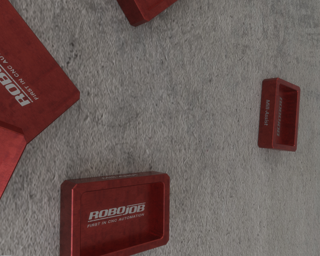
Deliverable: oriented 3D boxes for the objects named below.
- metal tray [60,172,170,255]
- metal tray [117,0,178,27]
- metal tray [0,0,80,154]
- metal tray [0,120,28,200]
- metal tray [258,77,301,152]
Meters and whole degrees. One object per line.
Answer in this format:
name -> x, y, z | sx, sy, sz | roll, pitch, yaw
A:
metal tray -> -0.047, 0.101, 0.361 | 0.131, 0.030, 0.089 | 1, 90, -40
metal tray -> -0.008, -0.200, 0.393 | 0.131, 0.030, 0.090 | -46, 118, -30
metal tray -> -0.147, -0.052, 0.278 | 0.090, 0.030, 0.130 | -49, 119, -29
metal tray -> -0.180, 0.021, 0.226 | 0.131, 0.030, 0.090 | 26, 88, -30
metal tray -> 0.230, -0.023, 0.593 | 0.091, 0.030, 0.129 | 9, 84, -40
